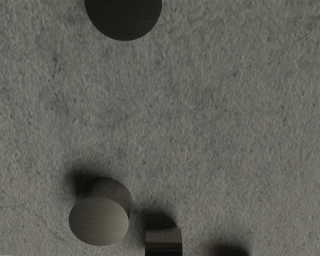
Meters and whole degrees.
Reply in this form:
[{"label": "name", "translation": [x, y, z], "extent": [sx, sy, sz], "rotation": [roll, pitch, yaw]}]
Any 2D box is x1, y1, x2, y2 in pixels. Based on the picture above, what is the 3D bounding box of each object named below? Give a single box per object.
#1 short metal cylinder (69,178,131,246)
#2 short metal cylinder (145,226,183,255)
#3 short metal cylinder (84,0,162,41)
[{"label": "short metal cylinder", "translation": [-0.082, 0.118, 0.439], "extent": [0.081, 0.050, 0.079], "rotation": [0, 110, -1]}, {"label": "short metal cylinder", "translation": [0.004, 0.185, 0.449], "extent": [0.050, 0.080, 0.079], "rotation": [2, 110, -1]}, {"label": "short metal cylinder", "translation": [-0.038, -0.140, 0.344], "extent": [0.081, 0.050, 0.079], "rotation": [0, 110, -1]}]
